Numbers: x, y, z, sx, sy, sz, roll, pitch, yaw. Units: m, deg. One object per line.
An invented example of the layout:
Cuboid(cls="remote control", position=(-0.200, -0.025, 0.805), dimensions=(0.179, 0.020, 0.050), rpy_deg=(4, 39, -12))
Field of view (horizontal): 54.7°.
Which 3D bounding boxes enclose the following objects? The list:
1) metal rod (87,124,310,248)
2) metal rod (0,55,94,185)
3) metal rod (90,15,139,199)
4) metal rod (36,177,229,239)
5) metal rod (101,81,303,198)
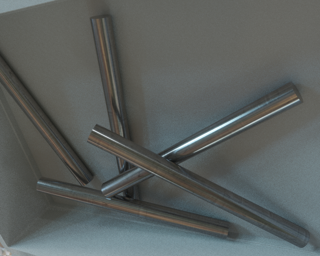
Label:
Cuboid(cls="metal rod", position=(0.052, 0.074, 0.387), dimensions=(0.301, 0.025, 0.025), rpy_deg=(27, 129, -5))
Cuboid(cls="metal rod", position=(-0.206, -0.029, 0.499), dimensions=(0.025, 0.025, 0.299), rpy_deg=(-25, 105, 37))
Cuboid(cls="metal rod", position=(-0.057, -0.002, 0.437), dimensions=(0.025, 0.025, 0.298), rpy_deg=(9, 122, 24))
Cuboid(cls="metal rod", position=(-0.047, 0.120, 0.476), dimensions=(0.301, 0.025, 0.025), rpy_deg=(11, 124, 10))
Cuboid(cls="metal rod", position=(0.030, 0.029, 0.392), dimensions=(0.299, 0.025, 0.025), rpy_deg=(-31, 101, 32))
